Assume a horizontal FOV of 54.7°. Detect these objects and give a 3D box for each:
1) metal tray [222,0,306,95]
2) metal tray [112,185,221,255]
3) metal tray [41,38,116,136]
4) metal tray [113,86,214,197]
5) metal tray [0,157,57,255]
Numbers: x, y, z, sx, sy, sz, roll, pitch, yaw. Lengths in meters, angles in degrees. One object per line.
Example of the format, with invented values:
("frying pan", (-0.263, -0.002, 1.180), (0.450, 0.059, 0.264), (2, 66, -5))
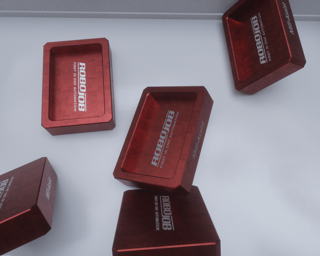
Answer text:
("metal tray", (0.134, -0.122, 0.419), (0.030, 0.090, 0.130), (8, 66, -32))
("metal tray", (0.004, 0.099, 0.319), (0.091, 0.130, 0.030), (-4, 101, -2))
("metal tray", (-0.111, -0.059, 0.427), (0.091, 0.030, 0.130), (-6, 70, -2))
("metal tray", (0.006, 0.011, 0.379), (0.090, 0.030, 0.130), (4, 64, 31))
("metal tray", (-0.161, 0.082, 0.328), (0.091, 0.130, 0.030), (-24, 110, -9))
